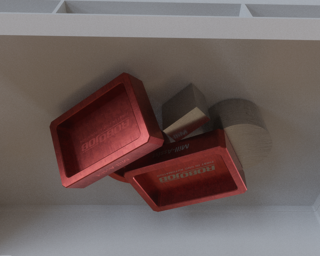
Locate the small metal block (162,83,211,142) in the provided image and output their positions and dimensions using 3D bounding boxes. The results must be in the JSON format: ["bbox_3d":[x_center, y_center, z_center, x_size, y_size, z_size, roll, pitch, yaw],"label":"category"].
[{"bbox_3d":[0.030,-0.019,0.374,0.050,0.050,0.025,-36,122,24],"label":"small metal block"}]

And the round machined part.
[{"bbox_3d":[-0.033,0.029,0.421,0.099,0.042,0.097,-1,130,0],"label":"round machined part"}]

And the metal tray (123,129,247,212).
[{"bbox_3d":[0.032,0.058,0.391,0.130,0.030,0.090,-18,128,20],"label":"metal tray"}]

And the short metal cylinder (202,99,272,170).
[{"bbox_3d":[0.097,0.009,0.399,0.081,0.050,0.079,0,130,0],"label":"short metal cylinder"}]

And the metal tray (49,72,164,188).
[{"bbox_3d":[-0.068,0.006,0.366,0.130,0.090,0.030,-30,156,22],"label":"metal tray"}]
